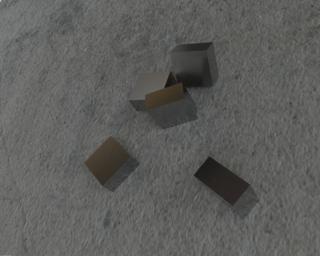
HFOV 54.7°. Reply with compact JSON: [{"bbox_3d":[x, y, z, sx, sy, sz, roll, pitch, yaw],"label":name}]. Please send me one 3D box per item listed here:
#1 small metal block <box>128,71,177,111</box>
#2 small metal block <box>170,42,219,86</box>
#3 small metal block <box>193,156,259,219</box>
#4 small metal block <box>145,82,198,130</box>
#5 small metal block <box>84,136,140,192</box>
[{"bbox_3d":[-0.009,-0.052,0.436,0.050,0.025,0.050,1,57,29],"label":"small metal block"},{"bbox_3d":[0.046,-0.083,0.410,0.050,0.050,0.025,4,38,30],"label":"small metal block"},{"bbox_3d":[0.068,0.061,0.314,0.025,0.050,0.050,-49,52,-6],"label":"small metal block"},{"bbox_3d":[0.015,-0.027,0.395,0.050,0.050,0.025,-17,56,18],"label":"small metal block"},{"bbox_3d":[-0.063,0.047,0.407,0.050,0.025,0.050,-47,52,-5],"label":"small metal block"}]
